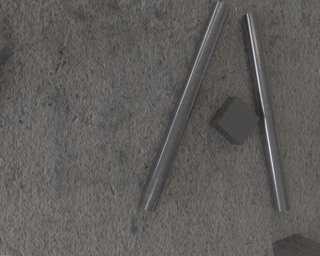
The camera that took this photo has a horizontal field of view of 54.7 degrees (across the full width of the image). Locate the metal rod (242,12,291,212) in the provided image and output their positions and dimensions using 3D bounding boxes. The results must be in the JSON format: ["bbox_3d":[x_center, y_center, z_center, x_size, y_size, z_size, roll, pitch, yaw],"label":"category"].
[{"bbox_3d":[0.162,-0.022,0.468,0.025,0.025,0.298,-12,94,-20],"label":"metal rod"}]

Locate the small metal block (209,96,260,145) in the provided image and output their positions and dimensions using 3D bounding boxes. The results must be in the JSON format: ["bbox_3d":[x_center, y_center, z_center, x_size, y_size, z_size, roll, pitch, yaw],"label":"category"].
[{"bbox_3d":[0.108,-0.010,0.449,0.050,0.025,0.050,41,77,-16],"label":"small metal block"}]

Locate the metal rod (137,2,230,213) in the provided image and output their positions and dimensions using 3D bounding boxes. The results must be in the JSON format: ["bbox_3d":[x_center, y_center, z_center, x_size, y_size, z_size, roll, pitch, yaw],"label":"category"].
[{"bbox_3d":[0.035,-0.034,0.421,0.025,0.025,0.299,23,82,-19],"label":"metal rod"}]

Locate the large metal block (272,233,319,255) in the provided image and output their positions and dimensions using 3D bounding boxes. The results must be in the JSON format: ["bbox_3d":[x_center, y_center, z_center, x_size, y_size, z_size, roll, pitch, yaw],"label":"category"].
[{"bbox_3d":[0.221,0.216,0.462,0.050,0.080,0.080,-11,94,-20],"label":"large metal block"}]

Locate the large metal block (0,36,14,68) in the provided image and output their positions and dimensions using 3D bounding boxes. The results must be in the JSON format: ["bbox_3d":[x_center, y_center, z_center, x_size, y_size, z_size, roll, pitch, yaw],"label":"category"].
[{"bbox_3d":[-0.214,-0.080,0.317,0.080,0.050,0.080,39,77,-16],"label":"large metal block"}]
